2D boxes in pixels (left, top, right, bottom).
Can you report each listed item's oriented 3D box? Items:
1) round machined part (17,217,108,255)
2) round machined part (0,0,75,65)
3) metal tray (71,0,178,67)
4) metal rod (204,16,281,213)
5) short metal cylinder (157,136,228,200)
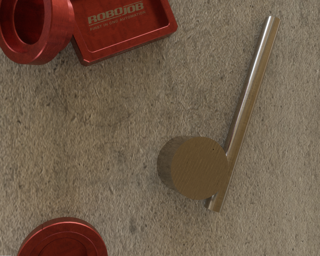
[{"bbox_3d":[-0.113,0.152,0.359,0.099,0.042,0.097,0,90,-21],"label":"round machined part"},{"bbox_3d":[-0.131,-0.117,0.333,0.042,0.098,0.097,-11,95,-57],"label":"round machined part"},{"bbox_3d":[-0.053,-0.142,0.387,0.131,0.030,0.090,-25,99,-19],"label":"metal tray"},{"bbox_3d":[0.124,-0.024,0.456,0.025,0.025,0.299,22,83,-19],"label":"metal rod"},{"bbox_3d":[0.042,0.050,0.413,0.081,0.050,0.079,0,90,-20],"label":"short metal cylinder"}]
